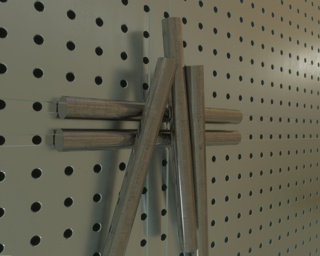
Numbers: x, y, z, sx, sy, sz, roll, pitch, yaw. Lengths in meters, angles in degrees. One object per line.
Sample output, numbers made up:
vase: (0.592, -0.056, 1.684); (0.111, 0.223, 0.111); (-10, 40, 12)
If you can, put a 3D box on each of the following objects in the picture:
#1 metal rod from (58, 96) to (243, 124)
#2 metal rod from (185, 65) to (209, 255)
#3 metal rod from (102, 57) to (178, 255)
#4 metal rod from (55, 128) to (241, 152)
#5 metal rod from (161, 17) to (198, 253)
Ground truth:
metal rod: (0.013, -0.020, 0.423); (0.302, 0.025, 0.025); (1, 90, -40)
metal rod: (0.052, 0.065, 0.431); (0.025, 0.025, 0.298); (-14, 106, -40)
metal rod: (-0.030, 0.063, 0.362); (0.025, 0.025, 0.299); (19, 85, -39)
metal rod: (0.010, 0.014, 0.420); (0.302, 0.025, 0.025); (1, 90, -40)
metal rod: (0.026, 0.012, 0.401); (0.025, 0.025, 0.298); (-8, 95, -40)
